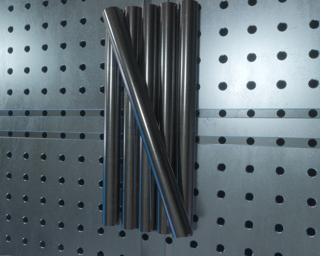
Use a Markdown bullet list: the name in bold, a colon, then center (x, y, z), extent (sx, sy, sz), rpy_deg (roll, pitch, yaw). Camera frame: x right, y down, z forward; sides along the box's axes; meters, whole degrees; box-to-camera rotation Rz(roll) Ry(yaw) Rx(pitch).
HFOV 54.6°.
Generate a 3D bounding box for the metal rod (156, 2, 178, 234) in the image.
- **metal rod**: center (0.009, -0.012, 0.410), extent (0.025, 0.025, 0.298), rpy_deg (1, 90, 20)

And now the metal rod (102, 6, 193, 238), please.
- **metal rod**: center (-0.018, -0.012, 0.393), extent (0.025, 0.025, 0.299), rpy_deg (-20, 83, 19)

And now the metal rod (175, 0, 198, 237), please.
- **metal rod**: center (0.034, -0.012, 0.402), extent (0.025, 0.025, 0.298), rpy_deg (1, 90, 20)

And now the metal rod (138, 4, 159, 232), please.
- **metal rod**: center (-0.016, -0.013, 0.417), extent (0.025, 0.025, 0.298), rpy_deg (1, 90, 20)

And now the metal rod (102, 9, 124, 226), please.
- **metal rod**: center (-0.066, -0.015, 0.435), extent (0.025, 0.025, 0.298), rpy_deg (1, 90, 20)

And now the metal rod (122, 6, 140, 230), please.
- **metal rod**: center (-0.038, -0.013, 0.426), extent (0.025, 0.025, 0.298), rpy_deg (1, 90, 20)
